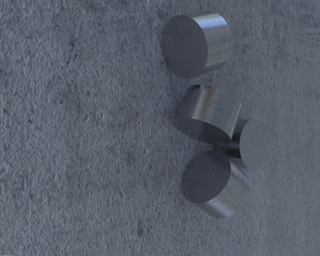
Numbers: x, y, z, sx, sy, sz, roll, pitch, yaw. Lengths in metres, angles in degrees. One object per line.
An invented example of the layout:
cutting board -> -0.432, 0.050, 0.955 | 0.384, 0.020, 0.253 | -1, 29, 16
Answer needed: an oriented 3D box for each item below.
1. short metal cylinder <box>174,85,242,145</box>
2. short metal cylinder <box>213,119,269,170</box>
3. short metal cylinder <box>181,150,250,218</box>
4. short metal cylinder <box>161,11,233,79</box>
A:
short metal cylinder -> 0.065, -0.016, 0.423 | 0.080, 0.080, 0.050 | 35, 69, -35
short metal cylinder -> 0.131, 0.025, 0.498 | 0.081, 0.050, 0.080 | 0, 90, -40
short metal cylinder -> 0.077, 0.078, 0.433 | 0.050, 0.080, 0.080 | 41, 65, -33
short metal cylinder -> 0.047, -0.109, 0.408 | 0.050, 0.080, 0.080 | -24, 106, -37
